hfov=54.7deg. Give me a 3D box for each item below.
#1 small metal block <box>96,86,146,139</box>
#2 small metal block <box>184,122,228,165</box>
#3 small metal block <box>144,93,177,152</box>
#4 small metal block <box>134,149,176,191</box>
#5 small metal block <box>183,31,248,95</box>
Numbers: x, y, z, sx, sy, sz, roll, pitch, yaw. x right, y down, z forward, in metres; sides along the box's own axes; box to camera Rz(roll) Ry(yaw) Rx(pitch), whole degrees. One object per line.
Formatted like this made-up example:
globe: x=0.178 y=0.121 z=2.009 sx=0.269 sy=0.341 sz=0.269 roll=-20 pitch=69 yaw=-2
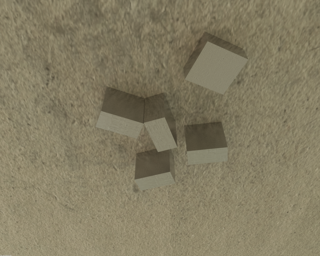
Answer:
small metal block: x=-0.046 y=-0.019 z=0.374 sx=0.050 sy=0.050 sz=0.025 roll=17 pitch=128 yaw=-14
small metal block: x=0.060 y=0.019 z=0.408 sx=0.050 sy=0.050 sz=0.025 roll=-6 pitch=130 yaw=4
small metal block: x=0.001 y=-0.007 z=0.385 sx=0.025 sy=0.050 sz=0.050 roll=-15 pitch=129 yaw=11
small metal block: x=-0.007 y=0.056 z=0.439 sx=0.050 sy=0.050 sz=0.025 roll=-14 pitch=129 yaw=11
small metal block: x=0.061 y=-0.072 z=0.347 sx=0.050 sy=0.025 sz=0.050 roll=19 pitch=128 yaw=-16
